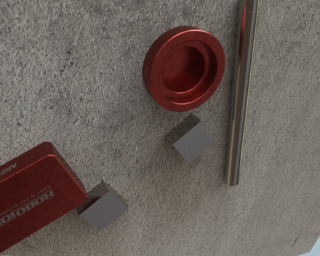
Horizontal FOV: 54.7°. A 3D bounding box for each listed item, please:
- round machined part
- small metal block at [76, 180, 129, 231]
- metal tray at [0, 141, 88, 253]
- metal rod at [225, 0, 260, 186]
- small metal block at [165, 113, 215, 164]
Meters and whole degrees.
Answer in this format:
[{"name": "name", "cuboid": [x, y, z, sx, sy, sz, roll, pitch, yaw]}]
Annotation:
[{"name": "round machined part", "cuboid": [0.024, -0.071, 0.366, 0.099, 0.042, 0.097, -14, 125, -21]}, {"name": "small metal block", "cuboid": [-0.081, 0.108, 0.431, 0.050, 0.025, 0.050, -39, 130, -2]}, {"name": "metal tray", "cuboid": [-0.165, 0.084, 0.366, 0.131, 0.030, 0.090, -31, 129, -9]}, {"name": "metal rod", "cuboid": [0.115, -0.033, 0.451, 0.025, 0.025, 0.298, -17, 126, -19]}, {"name": "small metal block", "cuboid": [0.043, 0.015, 0.442, 0.050, 0.025, 0.050, -40, 130, -2]}]
